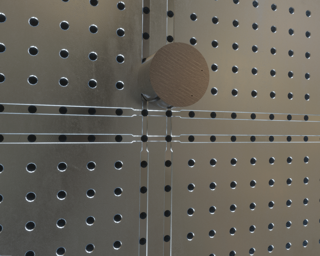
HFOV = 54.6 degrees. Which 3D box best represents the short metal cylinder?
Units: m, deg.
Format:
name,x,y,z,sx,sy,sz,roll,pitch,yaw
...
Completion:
name,x,y,z,sx,sy,sz,roll,pitch,yaw
short metal cylinder,0.017,-0.066,0.405,0.081,0.050,0.080,0,90,-20
